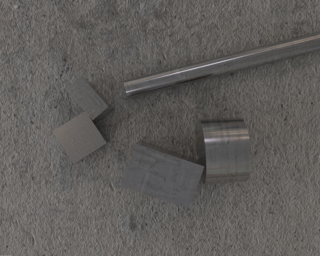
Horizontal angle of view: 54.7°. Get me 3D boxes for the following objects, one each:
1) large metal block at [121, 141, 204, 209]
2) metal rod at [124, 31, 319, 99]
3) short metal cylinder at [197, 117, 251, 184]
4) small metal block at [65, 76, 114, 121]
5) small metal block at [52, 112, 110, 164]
[{"bbox_3d":[0.003,0.053,0.383,0.080,0.080,0.050,19,90,0],"label":"large metal block"},{"bbox_3d":[0.101,-0.087,0.410,0.302,0.025,0.025,-14,90,0],"label":"metal rod"},{"bbox_3d":[0.076,0.028,0.383,0.050,0.080,0.080,-4,90,0],"label":"short metal cylinder"},{"bbox_3d":[-0.088,-0.036,0.397,0.025,0.050,0.050,-41,90,0],"label":"small metal block"},{"bbox_3d":[-0.103,0.012,0.409,0.050,0.025,0.050,-33,90,0],"label":"small metal block"}]
